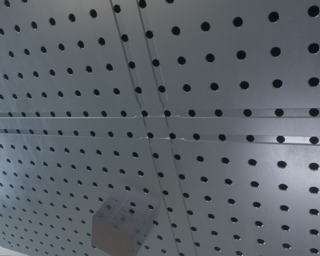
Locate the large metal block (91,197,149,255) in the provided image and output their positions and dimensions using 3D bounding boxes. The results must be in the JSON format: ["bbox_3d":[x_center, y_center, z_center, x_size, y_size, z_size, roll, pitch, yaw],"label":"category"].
[{"bbox_3d":[-0.072,0.181,0.546,0.080,0.050,0.079,22,127,15],"label":"large metal block"}]
